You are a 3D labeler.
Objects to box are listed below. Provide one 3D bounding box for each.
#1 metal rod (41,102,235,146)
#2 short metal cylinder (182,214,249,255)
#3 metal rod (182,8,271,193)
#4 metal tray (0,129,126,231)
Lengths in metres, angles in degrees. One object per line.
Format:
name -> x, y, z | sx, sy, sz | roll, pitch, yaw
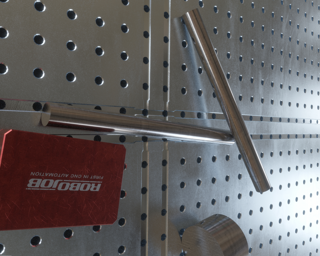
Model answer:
metal rod -> -0.001, 0.001, 0.410 | 0.302, 0.025, 0.025 | 8, 85, -40
short metal cylinder -> 0.077, 0.170, 0.441 | 0.050, 0.080, 0.079 | -11, 98, -40
metal rod -> 0.106, -0.035, 0.475 | 0.025, 0.025, 0.299 | -33, 103, -35
metal tray -> -0.102, 0.054, 0.322 | 0.131, 0.030, 0.090 | 11, 83, -40
